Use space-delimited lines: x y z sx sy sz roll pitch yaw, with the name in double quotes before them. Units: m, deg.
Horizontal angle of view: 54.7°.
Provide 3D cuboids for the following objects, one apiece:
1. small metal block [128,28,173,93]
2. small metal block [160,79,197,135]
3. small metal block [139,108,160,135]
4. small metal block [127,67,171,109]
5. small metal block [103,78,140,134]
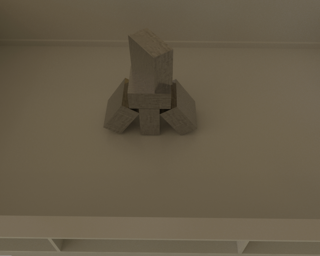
"small metal block" -0.010 -0.077 0.353 0.025 0.050 0.050 -29 56 -21
"small metal block" 0.024 -0.027 0.406 0.025 0.050 0.050 -23 44 26
"small metal block" -0.013 -0.026 0.408 0.025 0.050 0.050 1 50 1
"small metal block" -0.012 -0.050 0.379 0.050 0.025 0.050 1 50 0
"small metal block" -0.049 -0.028 0.406 0.025 0.050 0.050 24 45 -25
